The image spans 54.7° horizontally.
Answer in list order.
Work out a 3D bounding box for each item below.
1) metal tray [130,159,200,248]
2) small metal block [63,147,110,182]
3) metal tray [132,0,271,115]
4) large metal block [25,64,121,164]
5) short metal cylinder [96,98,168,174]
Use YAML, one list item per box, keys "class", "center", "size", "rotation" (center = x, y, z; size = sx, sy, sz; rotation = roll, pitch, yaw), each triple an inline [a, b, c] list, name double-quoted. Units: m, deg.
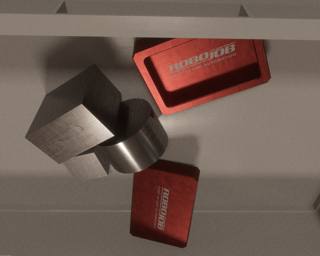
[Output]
- class: "metal tray"
  center: [0.005, 0.113, 0.465]
  size: [0.090, 0.030, 0.129]
  rotation: [10, 115, 10]
- class: "small metal block"
  center: [-0.107, 0.049, 0.449]
  size: [0.050, 0.025, 0.050]
  rotation: [-13, 129, 10]
- class: "metal tray"
  center: [0.047, -0.073, 0.343]
  size: [0.130, 0.030, 0.090]
  rotation: [-18, 128, 14]
- class: "large metal block"
  center: [-0.096, -0.017, 0.357]
  size: [0.080, 0.080, 0.050]
  rotation: [-27, 125, 20]
- class: "short metal cylinder"
  center: [-0.037, 0.009, 0.380]
  size: [0.080, 0.080, 0.050]
  rotation: [-19, 128, 15]
